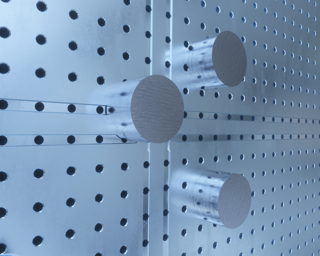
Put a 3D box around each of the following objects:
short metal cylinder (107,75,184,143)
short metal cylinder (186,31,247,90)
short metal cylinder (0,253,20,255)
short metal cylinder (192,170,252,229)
[{"bbox_3d":[-0.017,-0.022,0.378,0.081,0.050,0.079,0,90,-40],"label":"short metal cylinder"},{"bbox_3d":[0.085,-0.099,0.463,0.081,0.050,0.079,0,90,-40],"label":"short metal cylinder"},{"bbox_3d":[-0.143,0.151,0.254,0.081,0.080,0.050,-29,108,-36],"label":"short metal cylinder"},{"bbox_3d":[0.095,0.107,0.472,0.081,0.050,0.079,0,90,-40],"label":"short metal cylinder"}]
